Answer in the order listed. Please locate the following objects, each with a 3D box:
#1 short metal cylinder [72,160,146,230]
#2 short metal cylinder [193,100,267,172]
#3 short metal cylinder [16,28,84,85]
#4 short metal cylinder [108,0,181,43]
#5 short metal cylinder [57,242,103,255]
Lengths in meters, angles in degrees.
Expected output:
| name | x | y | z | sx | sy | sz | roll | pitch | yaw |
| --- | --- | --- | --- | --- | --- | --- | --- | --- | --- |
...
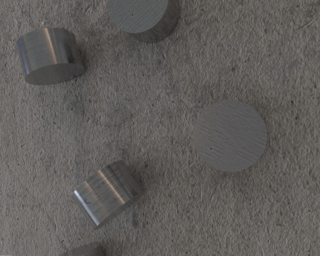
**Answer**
| name | x | y | z | sx | sy | sz | roll | pitch | yaw |
| --- | --- | --- | --- | --- | --- | --- | --- | --- | --- |
| short metal cylinder | -0.065 | 0.086 | 0.403 | 0.080 | 0.080 | 0.050 | -42 | 77 | 15 |
| short metal cylinder | 0.085 | 0.009 | 0.366 | 0.080 | 0.050 | 0.080 | 0 | 90 | 20 |
| short metal cylinder | -0.152 | -0.098 | 0.434 | 0.080 | 0.080 | 0.050 | -18 | 84 | 19 |
| short metal cylinder | -0.019 | -0.156 | 0.402 | 0.080 | 0.050 | 0.080 | 0 | 90 | 20 |
| short metal cylinder | -0.113 | 0.196 | 0.420 | 0.080 | 0.080 | 0.050 | -21 | 83 | 19 |
